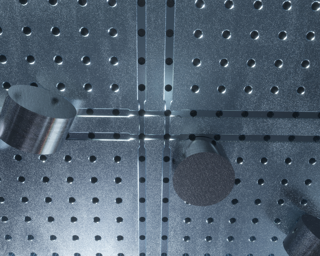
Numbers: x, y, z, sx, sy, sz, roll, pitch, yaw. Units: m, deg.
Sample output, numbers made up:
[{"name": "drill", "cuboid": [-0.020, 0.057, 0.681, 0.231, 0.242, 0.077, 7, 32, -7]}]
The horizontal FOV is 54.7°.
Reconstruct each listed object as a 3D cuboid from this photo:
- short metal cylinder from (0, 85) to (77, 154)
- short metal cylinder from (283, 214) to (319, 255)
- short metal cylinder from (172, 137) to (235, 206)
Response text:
[{"name": "short metal cylinder", "cuboid": [-0.150, -0.011, 0.378, 0.080, 0.080, 0.050, 25, 108, -9]}, {"name": "short metal cylinder", "cuboid": [0.230, 0.173, 0.451, 0.080, 0.080, 0.050, 24, 108, -9]}, {"name": "short metal cylinder", "cuboid": [0.057, 0.059, 0.423, 0.081, 0.050, 0.079, 0, 110, -1]}]
